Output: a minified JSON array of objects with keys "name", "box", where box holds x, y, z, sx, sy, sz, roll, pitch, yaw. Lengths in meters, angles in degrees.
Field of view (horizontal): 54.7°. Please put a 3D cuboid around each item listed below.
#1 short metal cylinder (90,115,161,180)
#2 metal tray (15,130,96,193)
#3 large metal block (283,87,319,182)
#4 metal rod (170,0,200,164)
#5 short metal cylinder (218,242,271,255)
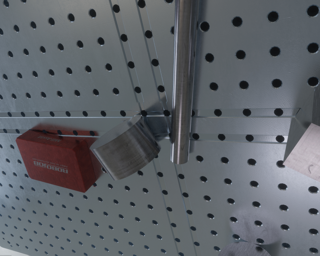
[{"name":"short metal cylinder","box":[-0.046,0.025,0.415,0.080,0.080,0.050,-22,106,36]},{"name":"metal tray","box":[-0.181,0.057,0.539,0.130,0.030,0.089,8,122,23]},{"name":"large metal block","box":[0.171,0.013,0.293,0.080,0.080,0.050,26,128,12]},{"name":"metal rod","box":[0.027,-0.085,0.344,0.025,0.025,0.298,14,124,20]},{"name":"short metal cylinder","box":[0.122,0.212,0.443,0.080,0.080,0.050,9,122,23]}]
